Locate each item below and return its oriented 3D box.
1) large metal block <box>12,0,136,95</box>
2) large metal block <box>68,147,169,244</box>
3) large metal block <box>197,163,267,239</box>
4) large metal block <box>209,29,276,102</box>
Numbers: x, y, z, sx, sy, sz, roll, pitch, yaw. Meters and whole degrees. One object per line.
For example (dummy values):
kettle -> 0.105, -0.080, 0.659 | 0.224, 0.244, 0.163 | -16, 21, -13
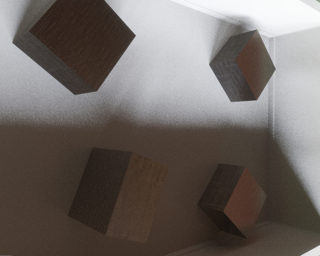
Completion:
large metal block -> -0.085, -0.092, 0.320 | 0.080, 0.050, 0.080 | 44, 64, -32
large metal block -> -0.046, 0.069, 0.334 | 0.050, 0.080, 0.080 | 28, 72, -37
large metal block -> 0.116, 0.114, 0.491 | 0.080, 0.050, 0.080 | 50, 60, -29
large metal block -> 0.137, -0.100, 0.508 | 0.080, 0.050, 0.080 | -53, 121, -27
